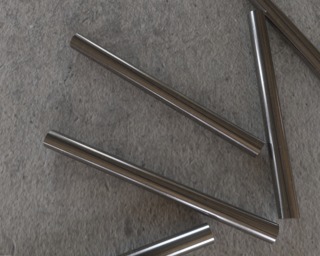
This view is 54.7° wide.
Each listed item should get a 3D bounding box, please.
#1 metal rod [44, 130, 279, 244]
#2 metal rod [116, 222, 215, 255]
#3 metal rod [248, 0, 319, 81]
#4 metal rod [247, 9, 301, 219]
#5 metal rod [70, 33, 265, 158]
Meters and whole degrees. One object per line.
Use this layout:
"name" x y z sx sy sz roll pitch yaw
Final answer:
"metal rod" -0.004 0.069 0.382 0.301 0.025 0.025 22 71 7
"metal rod" -0.084 0.169 0.345 0.302 0.025 0.025 -18 71 -7
"metal rod" 0.213 -0.112 0.451 0.025 0.025 0.299 -30 73 -11
"metal rod" 0.150 -0.032 0.421 0.025 0.025 0.299 -1 70 -1
"metal rod" 0.003 -0.049 0.426 0.301 0.025 0.025 32 73 10
